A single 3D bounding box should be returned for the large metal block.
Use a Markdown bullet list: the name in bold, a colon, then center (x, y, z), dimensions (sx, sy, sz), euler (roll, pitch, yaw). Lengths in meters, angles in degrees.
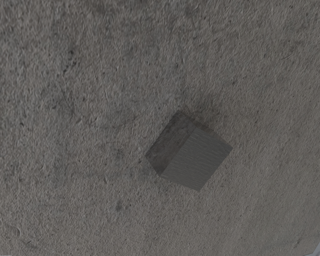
- **large metal block**: center (0.040, 0.033, 0.432), dimensions (0.080, 0.050, 0.080), euler (27, 103, -37)
